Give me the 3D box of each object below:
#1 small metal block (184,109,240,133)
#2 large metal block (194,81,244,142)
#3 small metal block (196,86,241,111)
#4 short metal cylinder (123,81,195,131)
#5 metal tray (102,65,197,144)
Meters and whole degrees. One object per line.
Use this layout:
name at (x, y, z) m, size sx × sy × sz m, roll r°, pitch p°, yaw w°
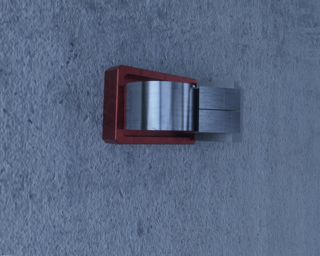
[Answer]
small metal block at (0.062, -0.007, 0.373) m, size 0.050 × 0.050 × 0.025 m, roll 2°, pitch 88°, yaw -14°
large metal block at (0.087, -0.020, 0.444) m, size 0.080 × 0.050 × 0.080 m, roll 7°, pitch 86°, yaw -66°
small metal block at (0.062, -0.032, 0.374) m, size 0.050 × 0.050 × 0.025 m, roll 2°, pitch 88°, yaw -14°
short metal cylinder at (-0.001, -0.022, 0.353) m, size 0.081 × 0.080 × 0.050 m, roll 1°, pitch 90°, yaw -40°
metal tray at (-0.008, -0.024, 0.396) m, size 0.131 × 0.030 × 0.089 m, roll 3°, pitch 88°, yaw -40°
